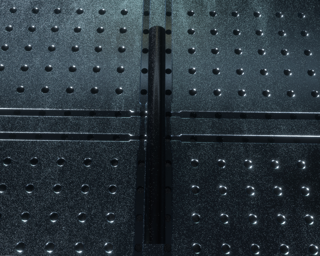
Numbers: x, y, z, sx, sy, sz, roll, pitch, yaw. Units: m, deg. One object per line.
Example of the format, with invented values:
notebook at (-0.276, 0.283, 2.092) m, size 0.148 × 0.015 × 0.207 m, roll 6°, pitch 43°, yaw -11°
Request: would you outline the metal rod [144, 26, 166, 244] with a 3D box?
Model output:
metal rod at (-0.005, -0.005, 0.413) m, size 0.025 × 0.025 × 0.299 m, roll 0°, pitch 70°, yaw 0°
